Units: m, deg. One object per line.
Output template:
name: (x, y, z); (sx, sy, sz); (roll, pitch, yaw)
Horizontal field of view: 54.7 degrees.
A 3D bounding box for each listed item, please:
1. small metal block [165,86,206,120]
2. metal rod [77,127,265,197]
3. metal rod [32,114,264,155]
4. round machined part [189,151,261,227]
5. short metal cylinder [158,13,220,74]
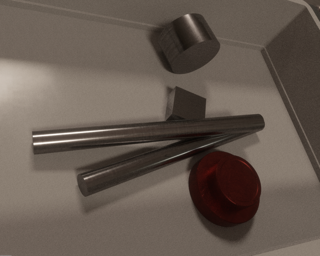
small metal block: (0.037, -0.025, 0.443); (0.050, 0.025, 0.050); (21, 54, -16)
metal rod: (0.038, 0.026, 0.411); (0.303, 0.025, 0.025); (-16, 70, -35)
metal rod: (0.004, 0.004, 0.386); (0.303, 0.025, 0.025); (-5, 64, -24)
round machined part: (0.090, 0.074, 0.400); (0.099, 0.042, 0.098); (14, 56, -21)
short metal cylinder: (0.044, -0.127, 0.473); (0.081, 0.080, 0.050); (-14, 69, -34)
